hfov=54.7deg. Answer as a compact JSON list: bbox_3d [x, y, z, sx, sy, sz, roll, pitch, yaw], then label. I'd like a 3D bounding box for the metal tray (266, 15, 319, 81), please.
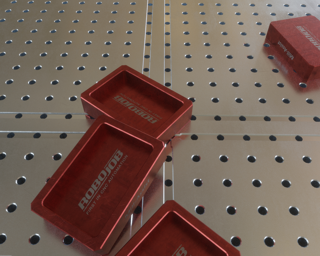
[{"bbox_3d":[0.253,-0.139,0.525,0.091,0.030,0.130,-12,51,-11],"label":"metal tray"}]

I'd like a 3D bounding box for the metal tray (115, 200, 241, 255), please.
[{"bbox_3d":[0.001,0.141,0.285,0.090,0.030,0.131,34,57,25],"label":"metal tray"}]

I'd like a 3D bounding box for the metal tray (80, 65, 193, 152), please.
[{"bbox_3d":[-0.032,-0.030,0.428,0.130,0.030,0.090,32,57,23],"label":"metal tray"}]

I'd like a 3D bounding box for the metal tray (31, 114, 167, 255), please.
[{"bbox_3d":[-0.062,0.056,0.339,0.090,0.030,0.130,25,65,19],"label":"metal tray"}]
